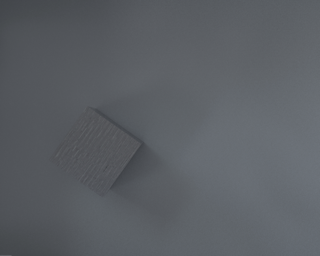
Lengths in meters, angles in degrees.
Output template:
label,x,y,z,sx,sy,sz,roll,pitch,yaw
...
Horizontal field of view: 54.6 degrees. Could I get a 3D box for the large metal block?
label,x,y,z,sx,sy,sz,roll,pitch,yaw
large metal block,-0.078,0.029,0.398,0.080,0.050,0.080,35,90,0
